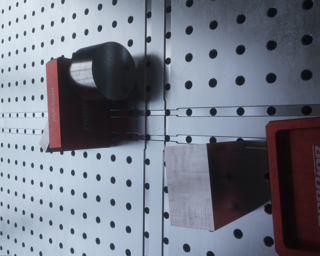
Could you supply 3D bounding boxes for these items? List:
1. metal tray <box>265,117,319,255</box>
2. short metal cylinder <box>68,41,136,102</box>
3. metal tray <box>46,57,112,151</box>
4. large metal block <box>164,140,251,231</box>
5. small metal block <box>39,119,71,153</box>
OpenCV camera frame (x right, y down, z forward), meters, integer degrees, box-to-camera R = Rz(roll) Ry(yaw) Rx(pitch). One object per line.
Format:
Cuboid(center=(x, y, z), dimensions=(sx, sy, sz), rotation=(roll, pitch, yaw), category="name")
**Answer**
Cuboid(center=(0.150, 0.055, 0.281), dimensions=(0.090, 0.030, 0.129), rotation=(-6, 86, 39), category="metal tray")
Cuboid(center=(-0.080, -0.078, 0.437), dimensions=(0.050, 0.081, 0.079), rotation=(2, 91, 40), category="short metal cylinder")
Cuboid(center=(-0.118, -0.033, 0.461), dimensions=(0.030, 0.091, 0.129), rotation=(-6, 86, 39), category="metal tray")
Cuboid(center=(0.053, 0.056, 0.329), dimensions=(0.050, 0.081, 0.080), rotation=(-8, 85, 39), category="large metal block")
Cuboid(center=(-0.172, 0.013, 0.531), dimensions=(0.025, 0.050, 0.050), rotation=(42, 115, 32), category="small metal block")
